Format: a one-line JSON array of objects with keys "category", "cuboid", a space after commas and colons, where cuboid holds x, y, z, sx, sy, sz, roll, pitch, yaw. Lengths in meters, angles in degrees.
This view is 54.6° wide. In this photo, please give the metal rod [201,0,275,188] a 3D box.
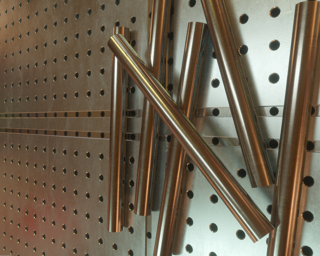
[{"category": "metal rod", "cuboid": [0.075, -0.084, 0.348, 0.025, 0.025, 0.299, -21, 77, 38]}]

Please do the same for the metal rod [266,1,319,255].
[{"category": "metal rod", "cuboid": [0.128, 0.032, 0.303, 0.025, 0.025, 0.298, 8, 95, 40]}]

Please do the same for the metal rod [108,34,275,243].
[{"category": "metal rod", "cuboid": [0.020, -0.007, 0.359, 0.025, 0.025, 0.300, -50, 62, 28]}]

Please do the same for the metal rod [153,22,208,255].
[{"category": "metal rod", "cuboid": [0.025, 0.022, 0.389, 0.025, 0.025, 0.298, 14, 99, 39]}]

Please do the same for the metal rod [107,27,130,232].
[{"category": "metal rod", "cuboid": [-0.062, 0.003, 0.461, 0.025, 0.025, 0.298, 4, 92, 40]}]

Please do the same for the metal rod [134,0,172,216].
[{"category": "metal rod", "cuboid": [-0.010, -0.031, 0.418, 0.025, 0.025, 0.298, 9, 96, 40]}]
